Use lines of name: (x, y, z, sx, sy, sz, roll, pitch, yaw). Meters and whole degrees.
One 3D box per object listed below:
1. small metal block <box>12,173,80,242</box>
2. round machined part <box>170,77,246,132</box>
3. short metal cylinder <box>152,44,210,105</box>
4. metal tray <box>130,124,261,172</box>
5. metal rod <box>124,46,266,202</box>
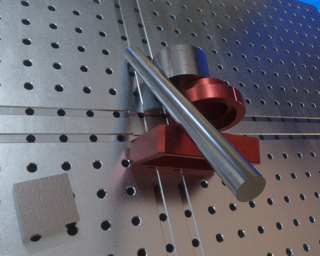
small metal block: (-0.112, 0.076, 0.302, 0.050, 0.025, 0.050, -9, 66, -32)
round machined part: (0.061, -0.031, 0.415, 0.099, 0.097, 0.042, 8, 59, -24)
short metal cylinder: (0.029, -0.070, 0.433, 0.081, 0.080, 0.050, 8, 58, -24)
metal tray: (0.040, 0.029, 0.369, 0.131, 0.090, 0.030, 8, 73, -24)
metal rod: (0.013, -0.033, 0.341, 0.025, 0.025, 0.300, 4, 29, -27)
